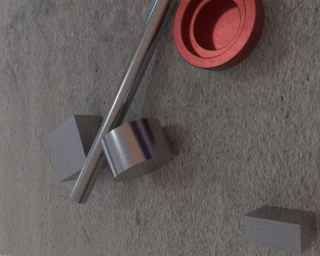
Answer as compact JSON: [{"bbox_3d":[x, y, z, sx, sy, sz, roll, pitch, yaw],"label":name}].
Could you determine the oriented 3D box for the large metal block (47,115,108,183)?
[{"bbox_3d":[-0.127,0.033,0.490,0.080,0.050,0.080,-31,71,35],"label":"large metal block"}]

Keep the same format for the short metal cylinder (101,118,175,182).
[{"bbox_3d":[-0.028,0.029,0.390,0.080,0.081,0.050,-36,69,34],"label":"short metal cylinder"}]

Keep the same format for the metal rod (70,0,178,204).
[{"bbox_3d":[-0.052,-0.035,0.414,0.025,0.025,0.298,31,99,35],"label":"metal rod"}]

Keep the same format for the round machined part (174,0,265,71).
[{"bbox_3d":[0.066,-0.111,0.338,0.098,0.042,0.097,0,90,39],"label":"round machined part"}]

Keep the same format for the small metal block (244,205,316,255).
[{"bbox_3d":[0.114,0.094,0.294,0.050,0.050,0.025,-2,89,39],"label":"small metal block"}]
